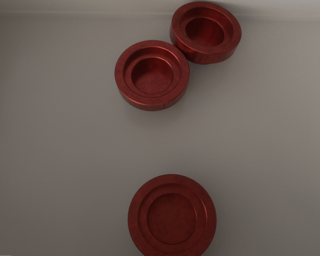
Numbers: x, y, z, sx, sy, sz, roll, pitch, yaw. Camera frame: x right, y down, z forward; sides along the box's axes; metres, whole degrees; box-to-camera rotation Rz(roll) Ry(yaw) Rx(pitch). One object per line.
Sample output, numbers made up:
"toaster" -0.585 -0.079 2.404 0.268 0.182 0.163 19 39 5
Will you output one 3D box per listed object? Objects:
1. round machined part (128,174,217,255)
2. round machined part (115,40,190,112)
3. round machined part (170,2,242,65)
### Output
"round machined part" 0.014 0.106 0.362 0.099 0.042 0.098 0 70 0
"round machined part" -0.010 -0.067 0.424 0.099 0.042 0.098 0 71 0
"round machined part" 0.062 -0.130 0.442 0.099 0.042 0.098 4 62 -7
